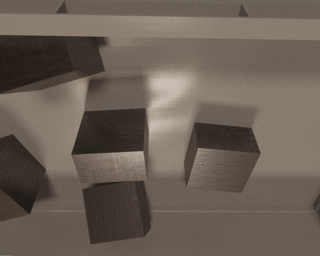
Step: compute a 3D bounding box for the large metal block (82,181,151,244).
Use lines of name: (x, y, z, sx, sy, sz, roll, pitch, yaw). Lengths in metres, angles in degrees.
large metal block: (-0.064, 0.123, 0.469, 0.080, 0.050, 0.080, -11, 84, 8)

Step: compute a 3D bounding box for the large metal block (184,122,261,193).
large metal block: (0.082, 0.042, 0.430, 0.081, 0.050, 0.079, 5, 130, -5)

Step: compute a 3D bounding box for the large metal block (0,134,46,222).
large metal block: (-0.213, 0.069, 0.429, 0.050, 0.080, 0.080, -17, 128, 13)

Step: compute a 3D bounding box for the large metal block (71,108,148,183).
large metal block: (-0.057, 0.021, 0.390, 0.080, 0.080, 0.050, -3, 130, 2)

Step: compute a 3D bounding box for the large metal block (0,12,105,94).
large metal block: (-0.111, -0.069, 0.303, 0.080, 0.080, 0.050, -14, 98, 11)
